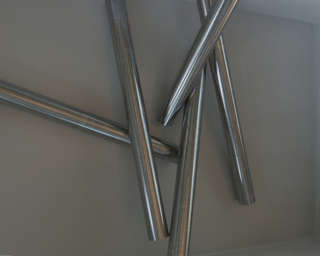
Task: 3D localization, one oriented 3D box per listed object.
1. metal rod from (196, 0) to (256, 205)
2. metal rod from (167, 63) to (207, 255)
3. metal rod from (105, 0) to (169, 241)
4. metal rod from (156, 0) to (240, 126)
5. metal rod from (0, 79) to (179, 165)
[{"bbox_3d":[0.094,-0.033,0.430,0.025,0.025,0.298,-18,102,-19],"label":"metal rod"},{"bbox_3d":[0.037,0.029,0.390,0.025,0.025,0.299,14,72,-20],"label":"metal rod"},{"bbox_3d":[-0.029,-0.018,0.377,0.025,0.025,0.298,-9,85,-20],"label":"metal rod"},{"bbox_3d":[0.067,-0.127,0.348,0.025,0.025,0.298,16,119,-20],"label":"metal rod"},{"bbox_3d":[-0.105,-0.013,0.372,0.302,0.025,0.025,21,83,-19],"label":"metal rod"}]
